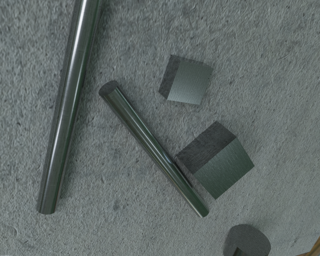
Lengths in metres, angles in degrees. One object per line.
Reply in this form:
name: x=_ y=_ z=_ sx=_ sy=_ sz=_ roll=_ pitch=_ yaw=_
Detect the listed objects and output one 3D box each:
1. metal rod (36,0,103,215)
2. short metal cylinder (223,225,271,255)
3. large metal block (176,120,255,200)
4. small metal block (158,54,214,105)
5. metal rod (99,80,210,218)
metal rod: x=-0.099 y=-0.030 z=0.335 sx=0.025 sy=0.025 sz=0.298 roll=5 pitch=116 yaw=-31
short metal cylinder: x=0.173 y=0.241 z=0.618 sx=0.081 sy=0.080 sz=0.050 roll=-2 pitch=120 yaw=-28
large metal block: x=0.085 y=0.050 z=0.470 sx=0.080 sy=0.050 sz=0.080 roll=-41 pitch=130 yaw=-1
small metal block: x=0.032 y=-0.060 z=0.389 sx=0.050 sy=0.025 sz=0.050 roll=6 pitch=116 yaw=-31
metal rod: x=0.008 y=0.050 z=0.443 sx=0.025 sy=0.025 sz=0.300 roll=-38 pitch=130 yaw=-3
